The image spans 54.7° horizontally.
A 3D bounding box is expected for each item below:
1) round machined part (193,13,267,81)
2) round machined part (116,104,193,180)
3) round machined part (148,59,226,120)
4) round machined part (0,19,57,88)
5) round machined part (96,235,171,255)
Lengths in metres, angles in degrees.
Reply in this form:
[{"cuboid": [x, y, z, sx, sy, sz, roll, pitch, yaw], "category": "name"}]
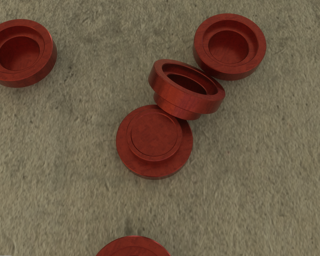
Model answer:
[{"cuboid": [0.096, -0.110, 0.440, 0.099, 0.042, 0.098, 0, 70, -1], "category": "round machined part"}, {"cuboid": [-0.007, 0.014, 0.394, 0.099, 0.042, 0.098, 0, 70, -1], "category": "round machined part"}, {"cuboid": [0.030, -0.046, 0.399, 0.099, 0.042, 0.098, 18, 31, -11], "category": "round machined part"}, {"cuboid": [-0.193, -0.099, 0.433, 0.099, 0.042, 0.098, 0, 70, -1], "category": "round machined part"}, {"cuboid": [-0.028, 0.169, 0.337, 0.099, 0.042, 0.098, 0, 70, -1], "category": "round machined part"}]
